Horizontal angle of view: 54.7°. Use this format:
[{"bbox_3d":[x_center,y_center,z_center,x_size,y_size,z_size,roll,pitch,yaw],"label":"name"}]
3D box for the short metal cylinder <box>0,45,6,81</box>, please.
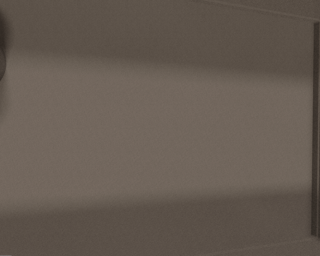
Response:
[{"bbox_3d":[-0.207,-0.074,0.321,0.081,0.050,0.079,0,90,-21],"label":"short metal cylinder"}]
